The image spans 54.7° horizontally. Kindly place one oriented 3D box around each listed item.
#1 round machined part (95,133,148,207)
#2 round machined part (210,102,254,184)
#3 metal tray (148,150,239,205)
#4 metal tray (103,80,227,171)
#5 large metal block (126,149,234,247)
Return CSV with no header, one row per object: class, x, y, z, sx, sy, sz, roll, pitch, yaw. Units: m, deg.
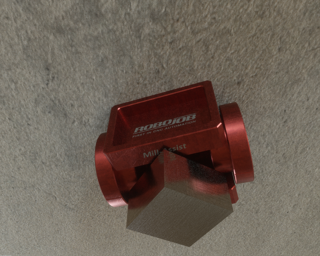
round machined part,-0.045,0.050,0.402,0.042,0.098,0.098,-12,129,10
round machined part,0.082,0.020,0.379,0.042,0.098,0.098,-12,129,10
metal tray,0.032,0.069,0.423,0.130,0.090,0.030,-13,129,10
metal tray,0.004,-0.005,0.363,0.130,0.090,0.030,-14,129,11
large metal block,0.019,0.079,0.339,0.080,0.050,0.080,23,126,-19
